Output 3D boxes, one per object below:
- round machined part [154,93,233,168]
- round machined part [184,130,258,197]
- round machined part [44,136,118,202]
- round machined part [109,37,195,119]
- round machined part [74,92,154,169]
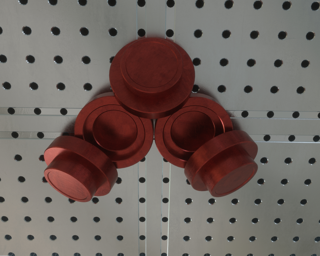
[{"bbox_3d":[0.042,0.001,0.405,0.099,0.042,0.097,0,110,-1],"label":"round machined part"},{"bbox_3d":[0.084,0.052,0.396,0.099,0.042,0.097,-20,143,-16],"label":"round machined part"},{"bbox_3d":[-0.108,0.059,0.400,0.098,0.042,0.097,16,139,15],"label":"round machined part"},{"bbox_3d":[-0.009,-0.063,0.354,0.099,0.042,0.098,0,72,-1],"label":"round machined part"},{"bbox_3d":[-0.057,0.000,0.403,0.099,0.042,0.097,0,110,-1],"label":"round machined part"}]
